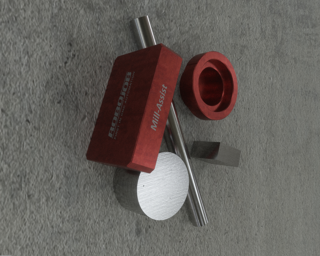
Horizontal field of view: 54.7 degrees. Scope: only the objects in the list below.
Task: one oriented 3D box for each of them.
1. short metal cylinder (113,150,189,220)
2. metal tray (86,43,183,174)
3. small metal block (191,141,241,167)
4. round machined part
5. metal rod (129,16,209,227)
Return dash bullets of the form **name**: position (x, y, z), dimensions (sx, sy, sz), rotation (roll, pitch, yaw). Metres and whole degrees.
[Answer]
- **short metal cylinder**: position (-0.010, 0.068, 0.383), dimensions (0.081, 0.050, 0.079), rotation (0, 90, -40)
- **metal tray**: position (-0.030, -0.021, 0.340), dimensions (0.030, 0.090, 0.130), rotation (24, 75, -38)
- **small metal block**: position (0.083, 0.038, 0.458), dimensions (0.050, 0.050, 0.025), rotation (21, 77, -38)
- **round machined part**: position (0.067, -0.060, 0.453), dimensions (0.099, 0.042, 0.097), rotation (0, 90, -40)
- **metal rod**: position (0.017, 0.001, 0.423), dimensions (0.025, 0.025, 0.298), rotation (-28, 108, -37)
